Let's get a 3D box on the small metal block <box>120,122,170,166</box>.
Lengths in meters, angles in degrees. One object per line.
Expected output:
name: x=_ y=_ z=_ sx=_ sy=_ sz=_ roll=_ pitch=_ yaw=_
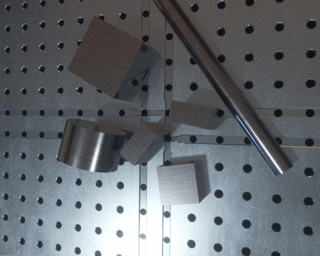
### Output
small metal block: x=-0.018 y=0.020 z=0.405 sx=0.025 sy=0.050 sz=0.050 roll=41 pitch=103 yaw=15

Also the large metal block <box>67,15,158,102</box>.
large metal block: x=-0.064 y=-0.092 z=0.421 sx=0.080 sy=0.050 sz=0.080 roll=32 pitch=100 yaw=16

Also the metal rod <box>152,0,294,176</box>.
metal rod: x=0.066 y=-0.074 z=0.388 sx=0.025 sy=0.025 sz=0.299 roll=-36 pitch=79 yaw=16

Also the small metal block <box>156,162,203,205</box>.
small metal block: x=0.026 y=0.072 z=0.403 sx=0.050 sy=0.025 sz=0.050 roll=-8 pitch=87 yaw=19

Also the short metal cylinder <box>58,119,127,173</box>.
short metal cylinder: x=-0.090 y=0.022 z=0.414 sx=0.080 sy=0.080 sz=0.050 roll=17 pitch=96 yaw=19

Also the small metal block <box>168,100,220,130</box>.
small metal block: x=0.043 y=-0.016 z=0.384 sx=0.050 sy=0.050 sz=0.025 roll=14 pitch=95 yaw=19
